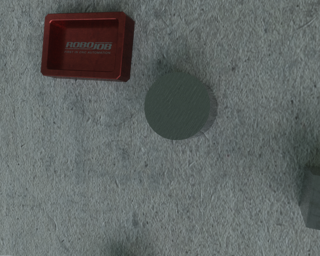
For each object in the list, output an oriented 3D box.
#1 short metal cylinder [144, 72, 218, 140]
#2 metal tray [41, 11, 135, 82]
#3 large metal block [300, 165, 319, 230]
[{"bbox_3d":[0.027,-0.026,0.386,0.080,0.050,0.079,0,90,20],"label":"short metal cylinder"},{"bbox_3d":[-0.105,-0.115,0.443,0.130,0.030,0.089,6,92,19],"label":"metal tray"},{"bbox_3d":[0.191,0.073,0.312,0.080,0.080,0.050,8,93,20],"label":"large metal block"}]
